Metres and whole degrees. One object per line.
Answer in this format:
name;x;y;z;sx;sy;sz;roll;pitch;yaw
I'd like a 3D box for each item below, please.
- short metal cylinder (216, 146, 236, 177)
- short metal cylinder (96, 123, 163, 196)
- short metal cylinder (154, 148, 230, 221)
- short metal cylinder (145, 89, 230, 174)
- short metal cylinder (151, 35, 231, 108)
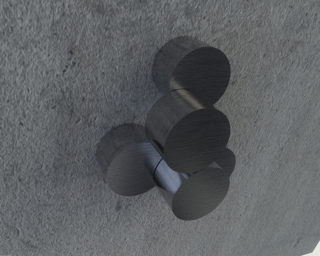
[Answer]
short metal cylinder;0.063;0.049;0.456;0.081;0.050;0.079;-14;124;-21
short metal cylinder;-0.036;0.040;0.397;0.081;0.050;0.079;-14;124;-21
short metal cylinder;0.039;0.068;0.390;0.081;0.050;0.079;-14;124;-21
short metal cylinder;0.030;0.003;0.344;0.081;0.050;0.079;-14;124;-21
short metal cylinder;0.036;-0.065;0.372;0.081;0.050;0.079;-14;124;-21
